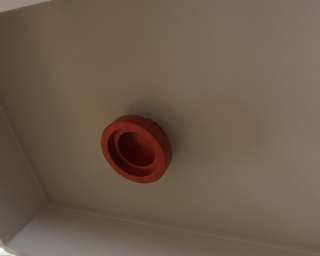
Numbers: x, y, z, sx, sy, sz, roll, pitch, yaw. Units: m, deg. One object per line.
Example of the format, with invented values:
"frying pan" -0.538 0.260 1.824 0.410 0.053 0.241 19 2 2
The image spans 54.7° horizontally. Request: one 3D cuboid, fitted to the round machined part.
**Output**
"round machined part" -0.028 0.025 0.426 0.098 0.042 0.097 13 124 20
